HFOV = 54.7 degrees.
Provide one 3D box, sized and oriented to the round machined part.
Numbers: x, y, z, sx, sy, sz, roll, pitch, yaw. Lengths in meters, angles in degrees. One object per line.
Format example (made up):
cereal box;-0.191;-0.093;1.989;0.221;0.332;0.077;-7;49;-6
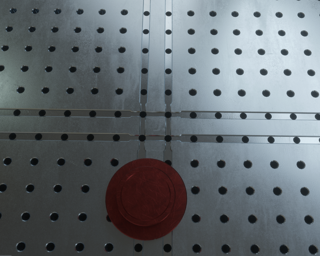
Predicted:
round machined part;-0.016;0.083;0.372;0.099;0.042;0.098;0;70;-1
